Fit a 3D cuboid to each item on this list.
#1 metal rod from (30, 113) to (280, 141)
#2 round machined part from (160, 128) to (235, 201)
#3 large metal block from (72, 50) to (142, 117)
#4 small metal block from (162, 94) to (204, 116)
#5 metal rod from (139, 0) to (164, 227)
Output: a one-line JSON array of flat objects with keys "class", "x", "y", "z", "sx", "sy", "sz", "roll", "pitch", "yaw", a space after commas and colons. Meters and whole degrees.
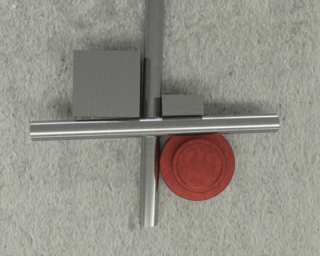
[{"class": "metal rod", "x": -0.002, "y": -0.001, "z": 0.386, "sx": 0.302, "sy": 0.025, "sz": 0.025, "roll": -2, "pitch": 90, "yaw": -5}, {"class": "round machined part", "x": 0.049, "y": 0.047, "z": 0.402, "sx": 0.099, "sy": 0.042, "sz": 0.097, "roll": 0, "pitch": 90, "yaw": -1}, {"class": "large metal block", "x": -0.064, "y": -0.054, "z": 0.397, "sx": 0.081, "sy": 0.050, "sz": 0.079, "roll": 1, "pitch": 90, "yaw": -1}, {"class": "small metal block", "x": 0.028, "y": -0.028, "z": 0.399, "sx": 0.050, "sy": 0.050, "sz": 0.025, "roll": -1, "pitch": 90, "yaw": -1}, {"class": "metal rod", "x": -0.011, "y": -0.022, "z": 0.411, "sx": 0.025, "sy": 0.025, "sz": 0.298, "roll": 2, "pitch": 90, "yaw": -1}]
